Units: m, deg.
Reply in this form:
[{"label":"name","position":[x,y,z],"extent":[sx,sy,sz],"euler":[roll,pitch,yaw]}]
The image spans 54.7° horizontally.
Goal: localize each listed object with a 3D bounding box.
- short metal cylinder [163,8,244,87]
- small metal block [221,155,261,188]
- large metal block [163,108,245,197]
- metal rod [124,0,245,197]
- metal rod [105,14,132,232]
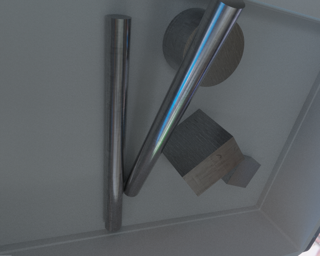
[{"label":"short metal cylinder","position":[0.050,-0.095,0.363],"extent":[0.081,0.050,0.079],"euler":[-14,125,-21]},{"label":"small metal block","position":[0.137,0.072,0.531],"extent":[0.050,0.025,0.050],"euler":[18,109,-36]},{"label":"large metal block","position":[0.053,0.031,0.423],"extent":[0.080,0.080,0.050],"euler":[-38,130,-3]},{"label":"metal rod","position":[0.005,-0.004,0.336],"extent":[0.025,0.025,0.298],"euler":[-5,144,-27]},{"label":"metal rod","position":[-0.056,0.016,0.389],"extent":[0.025,0.025,0.298],"euler":[-8,122,-24]}]
